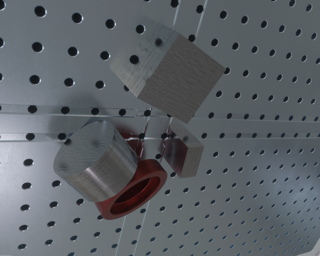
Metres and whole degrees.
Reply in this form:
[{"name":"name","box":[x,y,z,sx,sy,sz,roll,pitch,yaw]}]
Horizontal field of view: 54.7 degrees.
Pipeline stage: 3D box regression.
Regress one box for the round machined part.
[{"name":"round machined part","box":[-0.042,0.073,0.407,0.099,0.042,0.098,-30,152,-18]}]

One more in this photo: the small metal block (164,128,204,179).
[{"name":"small metal block","box":[0.033,0.034,0.434,0.025,0.050,0.050,-3,120,-27]}]

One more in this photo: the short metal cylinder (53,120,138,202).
[{"name":"short metal cylinder","box":[-0.073,0.037,0.357,0.080,0.080,0.050,-37,125,-4]}]

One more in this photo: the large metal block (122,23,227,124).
[{"name":"large metal block","box":[0.016,-0.062,0.365,0.080,0.050,0.080,26,104,-37]}]
